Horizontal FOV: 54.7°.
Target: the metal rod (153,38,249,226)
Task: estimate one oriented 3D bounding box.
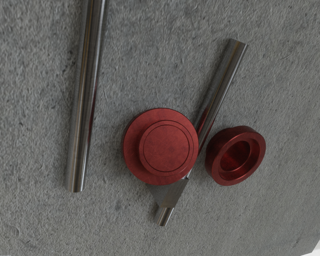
[{"bbox_3d":[0.051,0.020,0.447,0.025,0.025,0.298,8,115,-32],"label":"metal rod"}]

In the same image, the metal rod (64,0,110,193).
[{"bbox_3d":[-0.077,-0.057,0.329,0.025,0.025,0.298,-1,119,-28],"label":"metal rod"}]

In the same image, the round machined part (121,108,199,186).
[{"bbox_3d":[0.003,0.023,0.385,0.099,0.042,0.097,-1,92,-15],"label":"round machined part"}]

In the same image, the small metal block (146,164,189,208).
[{"bbox_3d":[0.009,0.078,0.444,0.025,0.050,0.050,12,113,-34],"label":"small metal block"}]

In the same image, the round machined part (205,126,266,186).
[{"bbox_3d":[0.111,0.038,0.481,0.099,0.042,0.097,-14,124,-21],"label":"round machined part"}]
